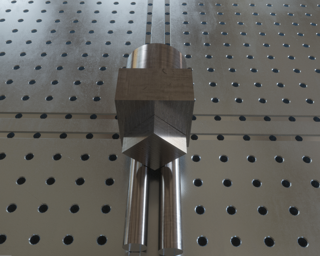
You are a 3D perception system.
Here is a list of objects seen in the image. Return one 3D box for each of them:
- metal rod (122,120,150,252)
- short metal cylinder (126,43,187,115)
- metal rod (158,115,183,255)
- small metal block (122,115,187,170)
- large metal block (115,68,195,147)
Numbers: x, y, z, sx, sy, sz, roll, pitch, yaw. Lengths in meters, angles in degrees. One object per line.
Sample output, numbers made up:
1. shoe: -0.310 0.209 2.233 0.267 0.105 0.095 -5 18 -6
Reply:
1. metal rod: -0.023 0.005 0.405 0.025 0.025 0.300 1 50 0
2. short metal cylinder: -0.005 -0.060 0.394 0.081 0.080 0.050 1 50 0
3. metal rod: 0.012 0.008 0.403 0.025 0.025 0.300 1 50 0
4. small metal block: -0.006 0.018 0.346 0.050 0.050 0.025 33 41 -33
5. large metal block: -0.005 -0.022 0.358 0.081 0.080 0.050 0 50 0
